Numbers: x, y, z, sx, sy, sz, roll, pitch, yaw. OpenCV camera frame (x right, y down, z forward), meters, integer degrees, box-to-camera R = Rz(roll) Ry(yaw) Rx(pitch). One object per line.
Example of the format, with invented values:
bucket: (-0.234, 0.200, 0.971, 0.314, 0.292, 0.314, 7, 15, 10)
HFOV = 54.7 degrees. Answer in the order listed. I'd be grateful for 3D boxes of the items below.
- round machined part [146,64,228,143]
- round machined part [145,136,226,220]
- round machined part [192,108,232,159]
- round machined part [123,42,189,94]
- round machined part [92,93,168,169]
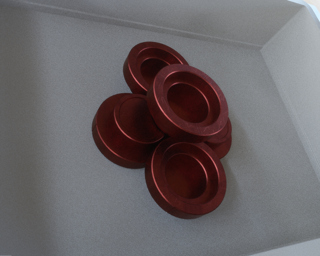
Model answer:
round machined part: (0.029, -0.025, 0.371, 0.099, 0.042, 0.098, 14, 56, -21)
round machined part: (0.027, 0.061, 0.371, 0.099, 0.042, 0.098, 14, 56, -21)
round machined part: (0.059, 0.000, 0.425, 0.099, 0.042, 0.098, 14, 56, -21)
round machined part: (-0.005, -0.069, 0.433, 0.099, 0.042, 0.098, 14, 56, -21)
round machined part: (-0.030, -0.003, 0.380, 0.099, 0.042, 0.098, 14, 56, -21)
